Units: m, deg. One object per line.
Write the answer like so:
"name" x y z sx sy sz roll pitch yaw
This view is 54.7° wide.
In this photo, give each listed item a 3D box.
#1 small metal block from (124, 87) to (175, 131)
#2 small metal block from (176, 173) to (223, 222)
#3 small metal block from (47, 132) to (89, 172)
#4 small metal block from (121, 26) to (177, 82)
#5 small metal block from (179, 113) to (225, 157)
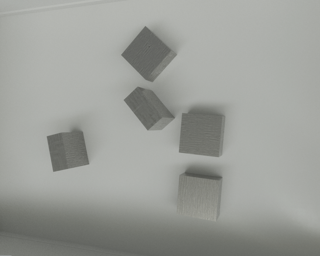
"small metal block" -0.013 -0.024 0.402 0.025 0.050 0.050 -42 77 15
"small metal block" 0.050 0.086 0.393 0.050 0.025 0.050 5 92 20
"small metal block" -0.131 0.033 0.443 0.025 0.050 0.050 -13 86 20
"small metal block" -0.015 -0.098 0.416 0.050 0.025 0.050 47 104 14
"small metal block" 0.054 0.008 0.392 0.050 0.025 0.050 5 92 20
